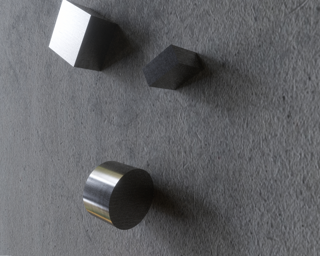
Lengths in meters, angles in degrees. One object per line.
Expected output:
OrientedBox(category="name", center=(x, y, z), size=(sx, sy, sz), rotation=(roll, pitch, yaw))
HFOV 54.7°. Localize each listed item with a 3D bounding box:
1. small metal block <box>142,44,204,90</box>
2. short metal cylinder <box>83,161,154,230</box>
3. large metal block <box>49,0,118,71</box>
OrientedBox(category="small metal block", center=(0.016, -0.072, 0.376), size=(0.050, 0.050, 0.025), rotation=(-33, 70, 35))
OrientedBox(category="short metal cylinder", center=(-0.054, 0.088, 0.414), size=(0.050, 0.081, 0.079), rotation=(10, 97, 39))
OrientedBox(category="large metal block", center=(-0.123, -0.146, 0.491), size=(0.080, 0.050, 0.079), rotation=(38, 113, 33))
